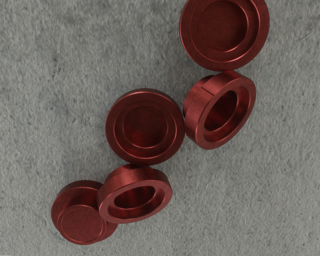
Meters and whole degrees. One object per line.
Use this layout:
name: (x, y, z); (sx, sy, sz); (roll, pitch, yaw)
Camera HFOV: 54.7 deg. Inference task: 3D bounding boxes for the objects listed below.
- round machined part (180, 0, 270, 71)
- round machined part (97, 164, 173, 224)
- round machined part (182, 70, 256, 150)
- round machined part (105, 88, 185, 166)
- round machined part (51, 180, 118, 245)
round machined part: (0.071, -0.118, 0.358); (0.099, 0.042, 0.097); (0, 110, -1)
round machined part: (-0.036, 0.084, 0.416); (0.099, 0.042, 0.097); (-13, 138, -12)
round machined part: (0.066, -0.025, 0.375); (0.099, 0.042, 0.097); (-26, 137, -27)
round machined part: (-0.018, -0.004, 0.399); (0.099, 0.042, 0.097); (0, 110, -1)
round machined part: (-0.108, 0.128, 0.446); (0.099, 0.042, 0.097); (0, 110, -1)
